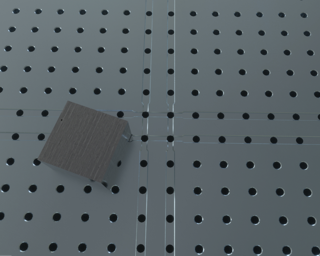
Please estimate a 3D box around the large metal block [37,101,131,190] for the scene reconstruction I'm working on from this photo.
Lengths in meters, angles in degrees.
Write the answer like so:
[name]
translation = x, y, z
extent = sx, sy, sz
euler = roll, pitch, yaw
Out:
[large metal block]
translation = -0.090, 0.022, 0.390
extent = 0.080, 0.050, 0.080
euler = 19, 71, 7
